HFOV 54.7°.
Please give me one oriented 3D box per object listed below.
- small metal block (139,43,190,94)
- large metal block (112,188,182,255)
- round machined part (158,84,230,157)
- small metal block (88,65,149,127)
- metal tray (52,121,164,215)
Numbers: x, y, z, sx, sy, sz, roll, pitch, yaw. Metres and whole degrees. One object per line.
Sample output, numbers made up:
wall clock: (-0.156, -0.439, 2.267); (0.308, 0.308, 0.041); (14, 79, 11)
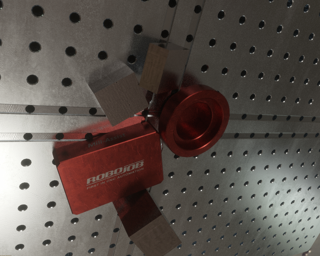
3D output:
small metal block: (0.006, -0.070, 0.358); (0.050, 0.025, 0.050); (-24, 135, -56)
large metal block: (-0.021, 0.132, 0.448); (0.050, 0.080, 0.080); (-33, 129, -7)
round machined part: (0.041, -0.013, 0.414); (0.099, 0.042, 0.097); (-16, 125, -24)
small metal block: (-0.047, -0.038, 0.363); (0.050, 0.025, 0.050); (-30, 129, -9)
metal tray: (-0.062, 0.052, 0.407); (0.131, 0.030, 0.089); (-18, 126, -19)
